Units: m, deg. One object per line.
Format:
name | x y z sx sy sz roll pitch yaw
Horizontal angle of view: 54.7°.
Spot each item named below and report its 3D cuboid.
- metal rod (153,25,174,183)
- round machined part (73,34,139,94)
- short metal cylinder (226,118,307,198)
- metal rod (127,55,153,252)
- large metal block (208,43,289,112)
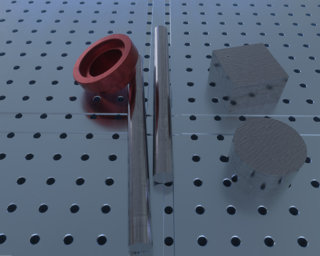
metal rod | 0.003 -0.057 0.455 0.025 0.025 0.300 0 50 -1
round machined part | -0.074 -0.089 0.454 0.098 0.042 0.098 -16 49 20
short metal cylinder | 0.122 0.034 0.365 0.081 0.050 0.080 0 50 0
metal rod | -0.030 0.004 0.403 0.025 0.025 0.300 -3 50 -3
large metal block | 0.127 -0.077 0.457 0.081 0.050 0.080 -11 51 -10
